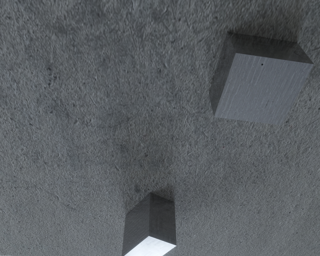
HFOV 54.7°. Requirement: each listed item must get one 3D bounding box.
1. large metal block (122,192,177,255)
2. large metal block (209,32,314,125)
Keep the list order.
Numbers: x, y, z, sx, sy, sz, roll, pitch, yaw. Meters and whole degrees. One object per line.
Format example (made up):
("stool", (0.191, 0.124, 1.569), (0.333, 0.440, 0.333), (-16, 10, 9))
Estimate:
("large metal block", (-0.018, 0.168, 0.514), (0.050, 0.080, 0.080), (28, 125, -22))
("large metal block", (0.107, -0.054, 0.346), (0.081, 0.050, 0.079), (7, 130, -6))
